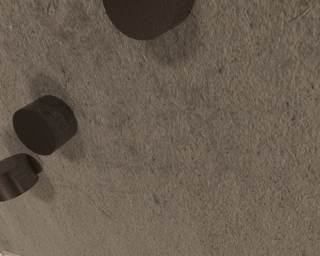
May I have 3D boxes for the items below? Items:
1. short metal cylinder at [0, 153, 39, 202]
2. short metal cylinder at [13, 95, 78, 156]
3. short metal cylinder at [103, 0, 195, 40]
[{"bbox_3d":[-0.272,0.089,0.566,0.080,0.080,0.050,-7,115,31],"label":"short metal cylinder"},{"bbox_3d":[-0.177,-0.004,0.479,0.080,0.050,0.079,13,124,20],"label":"short metal cylinder"},{"bbox_3d":[-0.010,-0.135,0.312,0.080,0.050,0.079,13,124,20],"label":"short metal cylinder"}]
